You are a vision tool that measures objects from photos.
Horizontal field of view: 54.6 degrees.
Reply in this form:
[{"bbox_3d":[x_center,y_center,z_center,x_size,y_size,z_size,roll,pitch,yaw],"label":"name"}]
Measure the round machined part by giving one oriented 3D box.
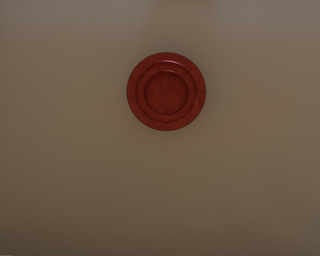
[{"bbox_3d":[0.008,-0.045,0.403,0.099,0.042,0.097,0,90,0],"label":"round machined part"}]
